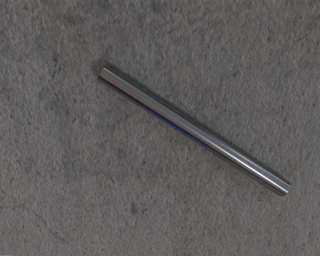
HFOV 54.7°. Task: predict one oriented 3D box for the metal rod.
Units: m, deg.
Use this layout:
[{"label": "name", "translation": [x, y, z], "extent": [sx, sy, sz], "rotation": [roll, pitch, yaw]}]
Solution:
[{"label": "metal rod", "translation": [0.053, 0.008, 0.413], "extent": [0.301, 0.025, 0.025], "rotation": [32, 107, -12]}]
